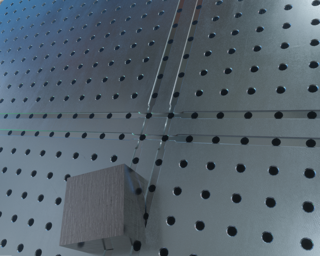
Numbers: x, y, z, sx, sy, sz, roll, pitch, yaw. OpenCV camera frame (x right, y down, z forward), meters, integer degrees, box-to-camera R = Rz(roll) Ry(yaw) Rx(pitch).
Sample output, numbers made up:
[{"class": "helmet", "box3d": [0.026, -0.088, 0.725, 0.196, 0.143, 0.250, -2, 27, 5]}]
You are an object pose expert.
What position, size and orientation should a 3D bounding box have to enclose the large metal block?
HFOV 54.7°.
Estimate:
[{"class": "large metal block", "box3d": [-0.065, 0.096, 0.366, 0.080, 0.050, 0.080, -16, 55, 19]}]
